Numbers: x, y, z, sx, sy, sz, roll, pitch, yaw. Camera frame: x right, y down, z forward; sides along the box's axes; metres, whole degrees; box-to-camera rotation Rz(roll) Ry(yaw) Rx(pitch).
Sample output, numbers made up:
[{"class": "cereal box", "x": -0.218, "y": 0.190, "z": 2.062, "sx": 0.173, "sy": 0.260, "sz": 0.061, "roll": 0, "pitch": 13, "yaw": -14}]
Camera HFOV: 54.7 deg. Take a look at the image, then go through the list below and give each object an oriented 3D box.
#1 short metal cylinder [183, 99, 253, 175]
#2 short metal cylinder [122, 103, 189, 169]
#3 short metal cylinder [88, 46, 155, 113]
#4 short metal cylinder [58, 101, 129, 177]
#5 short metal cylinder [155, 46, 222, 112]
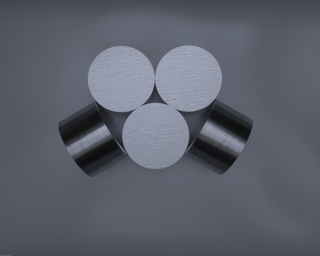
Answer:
[{"class": "short metal cylinder", "x": 0.070, "y": 0.011, "z": 0.382, "sx": 0.050, "sy": 0.080, "sz": 0.080, "roll": 30, "pitch": 90, "yaw": 0}, {"class": "short metal cylinder", "x": -0.005, "y": 0.009, "z": 0.397, "sx": 0.081, "sy": 0.050, "sz": 0.080, "roll": 0, "pitch": 90, "yaw": 0}, {"class": "short metal cylinder", "x": -0.046, "y": -0.059, "z": 0.397, "sx": 0.081, "sy": 0.050, "sz": 0.080, "roll": 0, "pitch": 90, "yaw": 0}, {"class": "short metal cylinder", "x": -0.079, "y": 0.013, "z": 0.382, "sx": 0.050, "sy": 0.080, "sz": 0.080, "roll": -30, "pitch": 90, "yaw": 0}, {"class": "short metal cylinder", "x": 0.034, "y": -0.060, "z": 0.397, "sx": 0.081, "sy": 0.050, "sz": 0.080, "roll": 0, "pitch": 90, "yaw": 0}]
